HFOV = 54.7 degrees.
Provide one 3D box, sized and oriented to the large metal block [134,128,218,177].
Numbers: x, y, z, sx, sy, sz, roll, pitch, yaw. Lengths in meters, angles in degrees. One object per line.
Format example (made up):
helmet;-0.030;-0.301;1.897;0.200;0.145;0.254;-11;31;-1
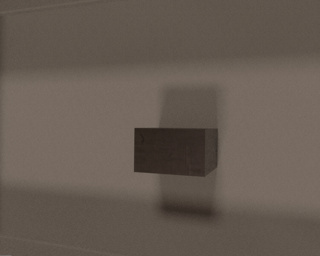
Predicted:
large metal block;0.022;0.025;0.373;0.080;0.080;0.050;1;91;19
